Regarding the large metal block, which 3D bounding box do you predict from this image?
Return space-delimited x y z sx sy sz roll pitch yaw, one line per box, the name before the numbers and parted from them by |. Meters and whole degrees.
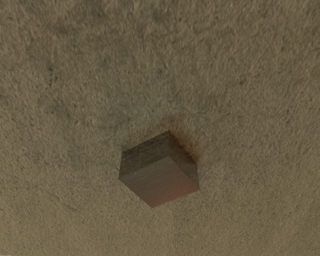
large metal block | 0.000 0.061 0.443 0.080 0.050 0.080 -27 125 21
